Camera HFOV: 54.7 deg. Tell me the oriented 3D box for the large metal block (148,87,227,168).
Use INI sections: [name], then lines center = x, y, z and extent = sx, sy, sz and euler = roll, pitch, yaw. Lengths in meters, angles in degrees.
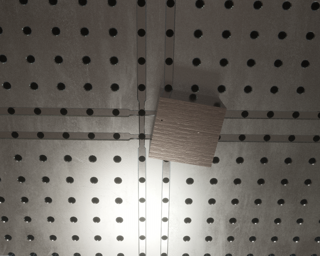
[large metal block]
center = 0.032, -0.002, 0.400
extent = 0.081, 0.050, 0.079
euler = 10, 110, -4
